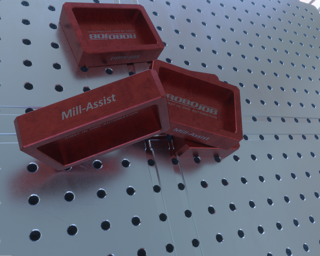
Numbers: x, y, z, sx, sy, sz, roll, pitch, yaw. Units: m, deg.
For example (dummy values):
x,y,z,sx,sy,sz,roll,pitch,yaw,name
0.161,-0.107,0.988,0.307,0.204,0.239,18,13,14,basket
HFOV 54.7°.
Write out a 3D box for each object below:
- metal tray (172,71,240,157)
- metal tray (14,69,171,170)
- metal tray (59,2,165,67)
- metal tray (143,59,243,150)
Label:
x,y,z,sx,sy,sz,roll,pitch,yaw,name
0.056,-0.023,0.451,0.091,0.030,0.130,3,60,-27,metal tray
-0.057,-0.003,0.303,0.131,0.090,0.030,-21,70,-3,metal tray
-0.068,-0.139,0.454,0.131,0.030,0.090,-14,69,-34,metal tray
0.043,-0.030,0.407,0.131,0.030,0.090,16,56,-16,metal tray
